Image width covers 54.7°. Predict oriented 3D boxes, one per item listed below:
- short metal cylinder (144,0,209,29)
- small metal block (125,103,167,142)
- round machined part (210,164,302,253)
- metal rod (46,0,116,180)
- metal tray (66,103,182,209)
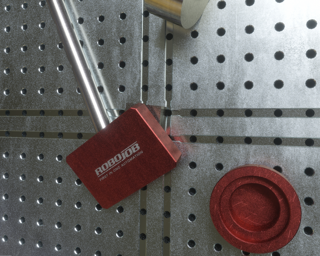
[{"bbox_3d":[0.025,-0.168,0.374,0.050,0.080,0.080,30,100,17],"label":"short metal cylinder"},{"bbox_3d":[-0.020,-0.006,0.419,0.050,0.025,0.050,7,92,19],"label":"small metal block"},{"bbox_3d":[0.111,0.091,0.364,0.098,0.042,0.097,0,90,19],"label":"round machined part"},{"bbox_3d":[-0.107,-0.066,0.448,0.025,0.025,0.299,-25,82,18],"label":"metal rod"},{"bbox_3d":[-0.049,0.039,0.407,0.130,0.030,0.090,-35,94,23],"label":"metal tray"}]
